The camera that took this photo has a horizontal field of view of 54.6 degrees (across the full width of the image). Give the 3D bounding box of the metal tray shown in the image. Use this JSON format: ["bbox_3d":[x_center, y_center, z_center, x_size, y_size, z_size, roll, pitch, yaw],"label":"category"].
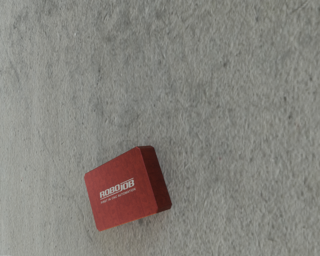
[{"bbox_3d":[-0.051,0.089,0.445,0.130,0.030,0.090,-29,72,36],"label":"metal tray"}]
